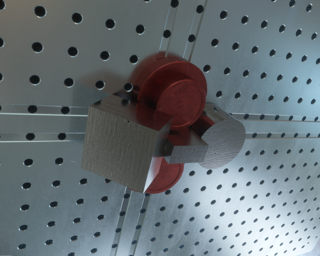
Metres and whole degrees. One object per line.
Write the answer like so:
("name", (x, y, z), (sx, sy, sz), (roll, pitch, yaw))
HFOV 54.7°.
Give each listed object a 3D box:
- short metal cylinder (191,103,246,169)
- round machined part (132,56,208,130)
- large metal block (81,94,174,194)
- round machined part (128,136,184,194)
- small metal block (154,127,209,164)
("short metal cylinder", (0.073, 0.011, 0.440), (0.081, 0.050, 0.079), (-14, 124, -21))
("round machined part", (0.018, -0.036, 0.388), (0.099, 0.042, 0.097), (-14, 124, -21))
("large metal block", (-0.038, 0.016, 0.357), (0.050, 0.080, 0.079), (-46, 153, -61))
("round machined part", (-0.006, 0.052, 0.429), (0.099, 0.042, 0.097), (-14, 124, -21))
("small metal block", (0.025, 0.020, 0.392), (0.050, 0.050, 0.025), (1, 118, -29))
